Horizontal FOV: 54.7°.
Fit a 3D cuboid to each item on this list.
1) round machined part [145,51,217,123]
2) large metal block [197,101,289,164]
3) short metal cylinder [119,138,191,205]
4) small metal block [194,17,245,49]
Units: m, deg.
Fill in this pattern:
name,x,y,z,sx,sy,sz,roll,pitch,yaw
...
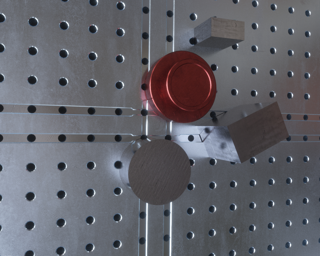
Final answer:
name,x,y,z,sx,sy,sz,roll,pitch,yaw
round machined part,0.033,-0.055,0.416,0.099,0.042,0.097,0,90,-20
large metal block,0.111,0.004,0.424,0.081,0.080,0.050,-25,99,-18
short metal cylinder,-0.008,0.053,0.396,0.081,0.050,0.080,0,90,-20
small metal block,0.081,-0.130,0.429,0.050,0.050,0.025,0,90,-20
